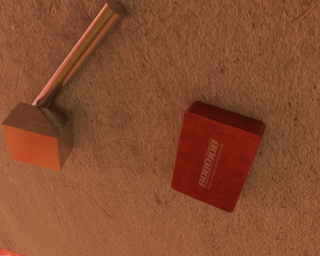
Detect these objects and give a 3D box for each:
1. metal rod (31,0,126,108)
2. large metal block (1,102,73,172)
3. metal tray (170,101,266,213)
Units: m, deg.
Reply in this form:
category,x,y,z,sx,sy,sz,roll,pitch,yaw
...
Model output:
category,x,y,z,sx,sy,sz,roll,pitch,yaw
metal rod,-0.143,-0.067,0.440,0.025,0.025,0.299,49,129,-6
large metal block,-0.184,0.015,0.476,0.080,0.050,0.079,15,135,1
metal tray,0.068,0.039,0.392,0.090,0.030,0.129,20,126,16
